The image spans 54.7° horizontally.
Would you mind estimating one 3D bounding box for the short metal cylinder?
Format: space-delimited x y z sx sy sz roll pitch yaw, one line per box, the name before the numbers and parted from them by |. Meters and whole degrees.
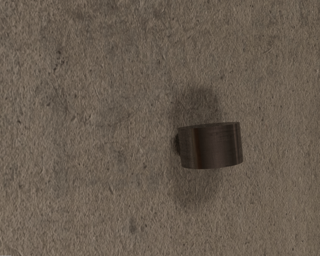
short metal cylinder | 0.066 0.021 0.405 0.081 0.080 0.050 -7 93 -20
